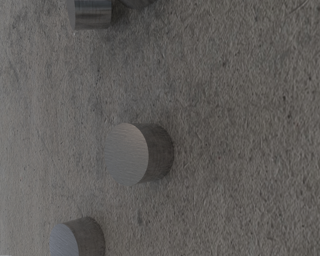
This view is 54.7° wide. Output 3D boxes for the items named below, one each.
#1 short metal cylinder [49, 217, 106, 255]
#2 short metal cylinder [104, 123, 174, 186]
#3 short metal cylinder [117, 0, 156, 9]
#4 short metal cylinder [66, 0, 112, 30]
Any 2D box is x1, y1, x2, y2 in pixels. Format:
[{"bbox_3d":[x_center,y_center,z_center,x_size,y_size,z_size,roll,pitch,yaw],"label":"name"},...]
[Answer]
[{"bbox_3d":[-0.134,0.189,0.500,0.080,0.050,0.080,0,90,40],"label":"short metal cylinder"},{"bbox_3d":[-0.028,0.033,0.412,0.080,0.050,0.080,0,90,40],"label":"short metal cylinder"},{"bbox_3d":[-0.037,-0.205,0.406,0.080,0.050,0.080,-2,85,23],"label":"short metal cylinder"},{"bbox_3d":[-0.107,-0.186,0.456,0.080,0.050,0.080,171,90,-69],"label":"short metal cylinder"}]
